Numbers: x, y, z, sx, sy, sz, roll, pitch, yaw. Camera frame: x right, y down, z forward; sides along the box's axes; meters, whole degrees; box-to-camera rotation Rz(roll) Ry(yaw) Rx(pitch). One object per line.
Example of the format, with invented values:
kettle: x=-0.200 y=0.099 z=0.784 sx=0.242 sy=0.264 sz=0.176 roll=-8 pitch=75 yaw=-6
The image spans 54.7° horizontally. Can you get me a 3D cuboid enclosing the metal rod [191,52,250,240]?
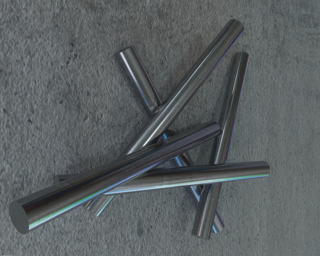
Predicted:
metal rod: x=0.095 y=0.011 z=0.463 sx=0.025 sy=0.025 sz=0.300 roll=35 pitch=62 yaw=-35

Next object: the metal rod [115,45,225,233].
metal rod: x=0.022 y=0.030 z=0.423 sx=0.025 sy=0.025 sz=0.299 roll=-42 pitch=116 yaw=-32

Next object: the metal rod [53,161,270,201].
metal rod: x=0.028 y=0.059 z=0.374 sx=0.302 sy=0.025 sz=0.025 roll=1 pitch=90 yaw=-34

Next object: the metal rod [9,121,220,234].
metal rod: x=-0.011 y=0.032 z=0.337 sx=0.302 sy=0.025 sz=0.025 roll=-19 pitch=103 yaw=-52

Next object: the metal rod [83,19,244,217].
metal rod: x=0.013 y=-0.024 z=0.380 sx=0.300 sy=0.025 sz=0.025 roll=-52 pitch=121 yaw=-15
